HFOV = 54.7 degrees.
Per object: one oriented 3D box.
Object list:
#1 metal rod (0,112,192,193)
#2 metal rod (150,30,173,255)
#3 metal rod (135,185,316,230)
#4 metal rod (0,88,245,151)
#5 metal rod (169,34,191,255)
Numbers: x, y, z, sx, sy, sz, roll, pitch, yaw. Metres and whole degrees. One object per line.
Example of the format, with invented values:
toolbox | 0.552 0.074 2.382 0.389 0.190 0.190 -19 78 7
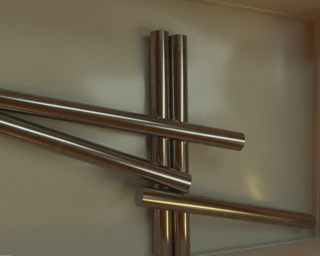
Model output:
metal rod | -0.103 0.021 0.358 0.302 0.025 0.025 20 83 -14
metal rod | 0.002 0.024 0.409 0.025 0.025 0.298 -1 91 -20
metal rod | 0.107 0.115 0.432 0.302 0.025 0.025 15 85 -25
metal rod | -0.039 -0.007 0.375 0.302 0.025 0.025 10 87 -13
metal rod | 0.026 0.026 0.418 0.025 0.025 0.298 -1 91 -20
